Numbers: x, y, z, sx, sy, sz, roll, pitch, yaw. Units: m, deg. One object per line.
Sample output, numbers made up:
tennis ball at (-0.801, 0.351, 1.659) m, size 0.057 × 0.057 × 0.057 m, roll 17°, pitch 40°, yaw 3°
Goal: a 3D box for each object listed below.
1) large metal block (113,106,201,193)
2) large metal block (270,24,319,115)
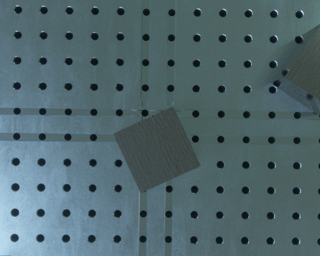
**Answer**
large metal block at (-0.004, 0.026, 0.401) m, size 0.080 × 0.050 × 0.080 m, roll -25°, pitch 90°, yaw 0°
large metal block at (0.208, -0.073, 0.402) m, size 0.080 × 0.050 × 0.080 m, roll 34°, pitch 90°, yaw 0°
